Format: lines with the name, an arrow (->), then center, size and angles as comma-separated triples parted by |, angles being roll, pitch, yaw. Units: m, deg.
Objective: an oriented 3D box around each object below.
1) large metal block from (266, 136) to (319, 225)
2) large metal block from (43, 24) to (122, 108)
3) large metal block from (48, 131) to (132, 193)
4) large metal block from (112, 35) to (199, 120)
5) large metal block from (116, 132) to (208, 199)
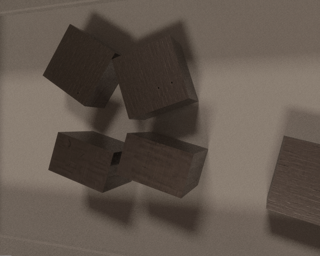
large metal block -> 0.168, 0.057, 0.338 | 0.080, 0.050, 0.079 | 15, 95, 19
large metal block -> -0.101, -0.084, 0.431 | 0.080, 0.050, 0.080 | 35, 101, 16
large metal block -> -0.083, 0.040, 0.409 | 0.080, 0.080, 0.050 | 18, 96, 18
large metal block -> -0.005, -0.061, 0.398 | 0.080, 0.050, 0.080 | -18, 84, 18
large metal block -> 0.006, 0.040, 0.378 | 0.080, 0.080, 0.050 | 17, 96, 19
